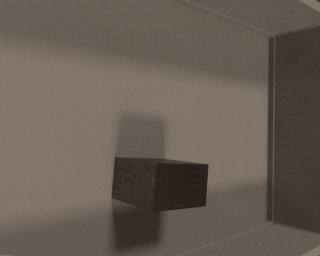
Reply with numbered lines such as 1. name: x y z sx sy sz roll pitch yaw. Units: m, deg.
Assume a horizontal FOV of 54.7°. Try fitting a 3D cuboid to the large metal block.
1. large metal block: 0.000 0.064 0.373 0.081 0.080 0.050 7 86 -40
